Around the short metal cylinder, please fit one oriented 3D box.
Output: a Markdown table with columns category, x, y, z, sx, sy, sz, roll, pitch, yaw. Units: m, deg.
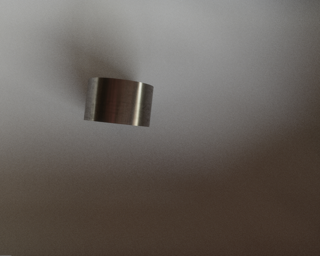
| category | x | y | z | sx | sy | sz | roll | pitch | yaw |
| --- | --- | --- | --- | --- | --- | --- | --- | --- | --- |
| short metal cylinder | -0.051 | -0.030 | 0.383 | 0.080 | 0.080 | 0.050 | 6 | 90 | 0 |
